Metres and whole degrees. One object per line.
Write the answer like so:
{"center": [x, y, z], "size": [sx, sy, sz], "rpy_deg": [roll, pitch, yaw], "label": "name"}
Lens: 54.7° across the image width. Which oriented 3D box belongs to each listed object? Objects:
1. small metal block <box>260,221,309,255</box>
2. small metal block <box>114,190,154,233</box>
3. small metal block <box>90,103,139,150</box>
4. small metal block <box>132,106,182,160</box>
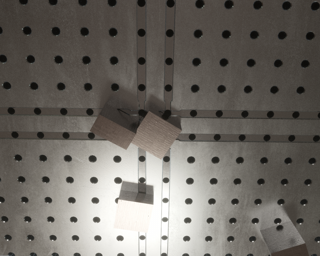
{"center": [0.186, 0.173, 0.467], "size": [0.050, 0.050, 0.025], "rpy_deg": [-20, 109, 7], "label": "small metal block"}
{"center": [-0.039, 0.124, 0.459], "size": [0.050, 0.025, 0.050], "rpy_deg": [10, 110, -4], "label": "small metal block"}
{"center": [-0.057, -0.003, 0.398], "size": [0.050, 0.050, 0.025], "rpy_deg": [29, 107, -11], "label": "small metal block"}
{"center": [-0.006, 0.006, 0.416], "size": [0.050, 0.025, 0.050], "rpy_deg": [31, 107, -11], "label": "small metal block"}
